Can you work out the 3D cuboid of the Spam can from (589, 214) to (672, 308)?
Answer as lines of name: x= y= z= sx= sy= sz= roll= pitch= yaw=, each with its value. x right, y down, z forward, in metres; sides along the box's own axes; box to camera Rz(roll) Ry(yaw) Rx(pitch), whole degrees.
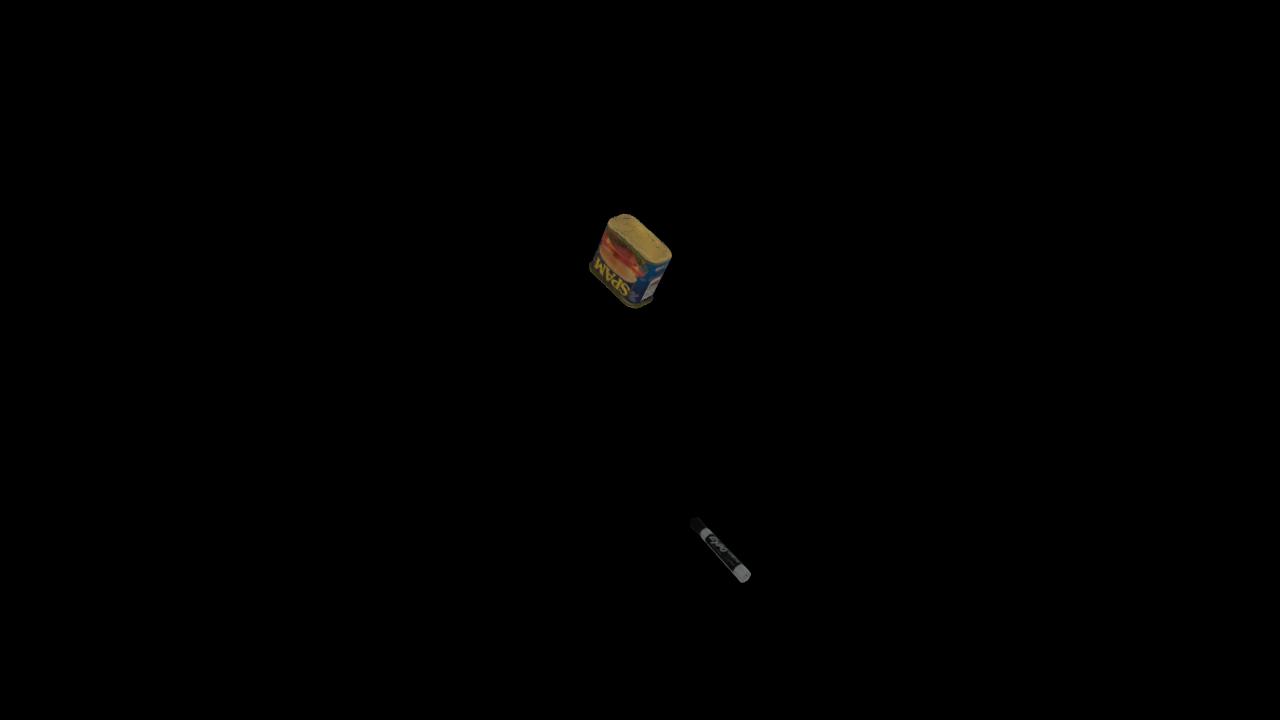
Spam can: x=-0.013 y=-0.137 z=0.848 sx=0.058 sy=0.101 sz=0.085 roll=-31 pitch=-20 yaw=-42

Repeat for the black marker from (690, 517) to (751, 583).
black marker: x=0.107 y=0.259 z=0.849 sx=0.020 sy=0.020 sz=0.121 roll=0 pitch=26 yaw=-35
